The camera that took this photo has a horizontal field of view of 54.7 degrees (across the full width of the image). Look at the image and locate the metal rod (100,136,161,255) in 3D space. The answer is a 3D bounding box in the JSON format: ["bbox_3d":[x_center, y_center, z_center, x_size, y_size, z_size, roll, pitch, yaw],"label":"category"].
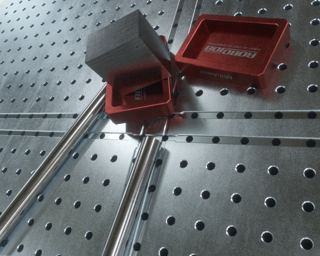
[{"bbox_3d":[-0.055,0.148,0.345,0.025,0.025,0.300,5,64,30],"label":"metal rod"}]

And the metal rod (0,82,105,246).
[{"bbox_3d":[-0.162,0.057,0.456,0.025,0.025,0.300,27,76,37],"label":"metal rod"}]

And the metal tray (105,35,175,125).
[{"bbox_3d":[-0.030,-0.073,0.453,0.090,0.030,0.130,-10,57,10],"label":"metal tray"}]

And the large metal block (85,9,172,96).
[{"bbox_3d":[-0.040,-0.097,0.414,0.080,0.080,0.050,-19,54,23],"label":"large metal block"}]

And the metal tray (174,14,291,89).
[{"bbox_3d":[0.095,-0.108,0.420,0.130,0.030,0.090,18,71,34],"label":"metal tray"}]
